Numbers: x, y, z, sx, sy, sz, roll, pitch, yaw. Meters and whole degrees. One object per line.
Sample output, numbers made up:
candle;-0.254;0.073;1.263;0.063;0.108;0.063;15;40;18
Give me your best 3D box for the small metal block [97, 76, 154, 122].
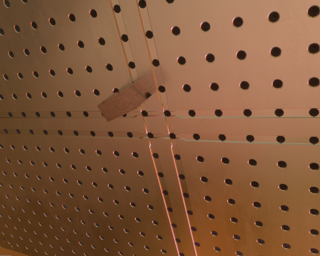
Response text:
small metal block;-0.043;-0.037;0.396;0.050;0.050;0.025;-21;107;36
